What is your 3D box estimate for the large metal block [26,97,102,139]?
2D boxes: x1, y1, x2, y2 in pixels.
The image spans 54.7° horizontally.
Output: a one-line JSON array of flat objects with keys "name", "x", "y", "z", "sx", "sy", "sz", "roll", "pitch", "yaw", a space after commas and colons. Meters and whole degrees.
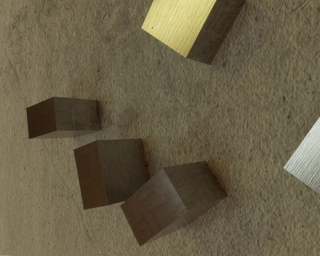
[{"name": "large metal block", "x": -0.153, "y": -0.014, "z": 0.496, "sx": 0.080, "sy": 0.081, "sz": 0.050, "roll": -13, "pitch": 82, "yaw": 39}]

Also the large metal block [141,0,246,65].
[{"name": "large metal block", "x": 0.036, "y": -0.131, "z": 0.359, "sx": 0.080, "sy": 0.050, "sz": 0.080, "roll": 42, "pitch": 116, "yaw": 32}]

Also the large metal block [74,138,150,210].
[{"name": "large metal block", "x": -0.062, "y": 0.060, "z": 0.420, "sx": 0.050, "sy": 0.081, "sz": 0.080, "roll": -21, "pitch": 77, "yaw": 38}]

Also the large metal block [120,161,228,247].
[{"name": "large metal block", "x": 0.016, "y": 0.084, "z": 0.356, "sx": 0.080, "sy": 0.081, "sz": 0.050, "roll": -46, "pitch": 63, "yaw": 30}]

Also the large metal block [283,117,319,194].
[{"name": "large metal block", "x": 0.166, "y": 0.023, "z": 0.252, "sx": 0.080, "sy": 0.050, "sz": 0.079, "roll": 41, "pitch": 115, "yaw": 32}]
